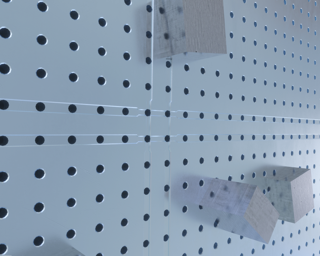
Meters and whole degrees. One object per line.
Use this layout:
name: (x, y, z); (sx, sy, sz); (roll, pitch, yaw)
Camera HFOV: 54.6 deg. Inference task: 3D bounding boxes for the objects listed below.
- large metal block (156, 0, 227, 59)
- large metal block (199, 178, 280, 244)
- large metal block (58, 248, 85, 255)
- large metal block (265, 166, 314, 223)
large metal block: (0.044, -0.140, 0.429); (0.081, 0.050, 0.080); (-9, 96, -40)
large metal block: (0.121, 0.125, 0.474); (0.080, 0.080, 0.050); (48, 62, -29)
large metal block: (-0.104, 0.180, 0.305); (0.081, 0.050, 0.080); (-15, 100, -39)
large metal block: (0.254, 0.127, 0.604); (0.081, 0.050, 0.080); (-15, 100, -39)
